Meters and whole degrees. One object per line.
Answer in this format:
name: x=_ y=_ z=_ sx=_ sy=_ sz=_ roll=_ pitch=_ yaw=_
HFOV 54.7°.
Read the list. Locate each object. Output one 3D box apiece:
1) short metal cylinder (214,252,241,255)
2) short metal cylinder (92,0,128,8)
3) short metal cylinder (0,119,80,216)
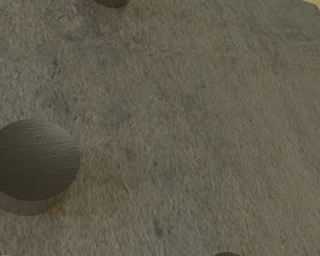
short metal cylinder: x=0.066 y=0.173 z=0.305 sx=0.080 sy=0.050 sz=0.080 roll=20 pitch=36 yaw=-15
short metal cylinder: x=-0.080 y=-0.240 z=0.492 sx=0.081 sy=0.050 sz=0.080 roll=14 pitch=56 yaw=-21
short metal cylinder: x=-0.123 y=0.038 z=0.299 sx=0.081 sy=0.050 sz=0.080 roll=14 pitch=56 yaw=-21
